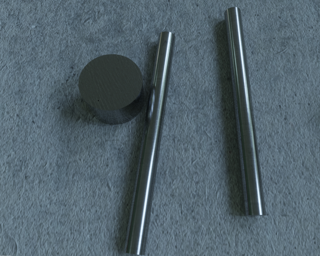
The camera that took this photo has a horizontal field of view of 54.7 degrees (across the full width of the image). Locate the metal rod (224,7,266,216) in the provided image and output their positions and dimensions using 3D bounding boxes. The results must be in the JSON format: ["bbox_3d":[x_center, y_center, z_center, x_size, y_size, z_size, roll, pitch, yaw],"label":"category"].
[{"bbox_3d":[0.112,-0.036,0.421,0.025,0.025,0.299,-1,70,0],"label":"metal rod"}]

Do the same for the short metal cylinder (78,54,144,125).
[{"bbox_3d":[-0.062,-0.050,0.413,0.081,0.050,0.080,0,70,0],"label":"short metal cylinder"}]

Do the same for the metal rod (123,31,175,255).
[{"bbox_3d":[-0.010,0.005,0.406,0.025,0.025,0.299,7,70,2],"label":"metal rod"}]
